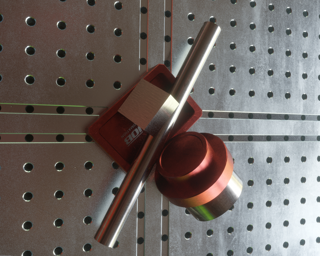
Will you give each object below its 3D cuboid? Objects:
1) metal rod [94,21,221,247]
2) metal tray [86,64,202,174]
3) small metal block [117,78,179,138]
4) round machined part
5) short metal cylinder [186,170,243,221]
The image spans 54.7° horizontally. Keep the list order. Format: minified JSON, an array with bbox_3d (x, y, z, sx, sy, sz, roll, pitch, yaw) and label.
[{"bbox_3d":[0.002,0.000,0.382,0.025,0.025,0.299,30,80,-18],"label":"metal rod"},{"bbox_3d":[-0.018,-0.009,0.403,0.130,0.030,0.090,-45,104,-15],"label":"metal tray"},{"bbox_3d":[-0.014,-0.025,0.372,0.050,0.050,0.025,-54,145,-3],"label":"small metal block"},{"bbox_3d":[0.035,0.043,0.377,0.098,0.098,0.042,-48,127,-14],"label":"round machined part"},{"bbox_3d":[0.059,0.074,0.405,0.080,0.080,0.050,-45,105,-15],"label":"short metal cylinder"}]
